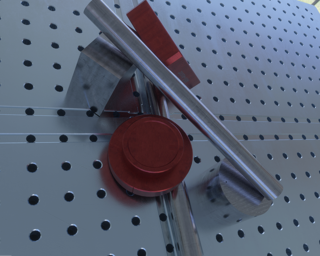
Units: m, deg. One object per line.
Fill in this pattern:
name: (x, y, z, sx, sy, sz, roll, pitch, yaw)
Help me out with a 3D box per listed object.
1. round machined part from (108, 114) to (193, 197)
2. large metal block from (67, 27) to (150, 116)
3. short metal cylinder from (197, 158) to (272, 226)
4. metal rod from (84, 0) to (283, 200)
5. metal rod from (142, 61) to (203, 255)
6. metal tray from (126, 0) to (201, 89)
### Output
round machined part: (-0.010, 0.026, 0.357, 0.099, 0.042, 0.098, 4, 62, -7)
large metal block: (-0.064, -0.075, 0.386, 0.050, 0.080, 0.080, 36, 51, -5)
short metal cylinder: (0.096, 0.079, 0.398, 0.081, 0.050, 0.080, 14, 56, -21)
metal rod: (0.032, -0.027, 0.353, 0.300, 0.025, 0.025, 45, 50, -8)
metal rod: (0.006, 0.012, 0.406, 0.025, 0.025, 0.299, 2, 61, -28)
metal tray: (0.010, -0.105, 0.426, 0.090, 0.030, 0.130, 60, 11, 15)
